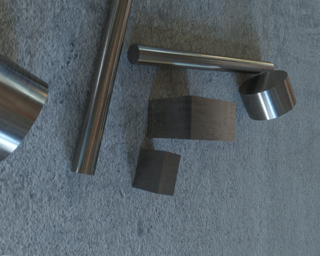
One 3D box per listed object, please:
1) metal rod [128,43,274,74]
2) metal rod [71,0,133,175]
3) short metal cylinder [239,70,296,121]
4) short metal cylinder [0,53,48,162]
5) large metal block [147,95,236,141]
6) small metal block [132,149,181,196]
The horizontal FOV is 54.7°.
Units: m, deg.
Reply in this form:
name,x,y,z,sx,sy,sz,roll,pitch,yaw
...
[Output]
name,x,y,z,sx,sy,sz,roll,pitch,yaw
metal rod,0.083,-0.100,0.473,0.302,0.025,0.025,-5,93,-40
metal rod,-0.056,-0.096,0.357,0.025,0.025,0.299,18,79,-39
short metal cylinder,0.179,-0.055,0.519,0.080,0.080,0.050,-42,116,-32
short metal cylinder,-0.138,-0.018,0.253,0.050,0.080,0.080,36,68,-34
large metal block,0.040,-0.010,0.402,0.081,0.080,0.050,4,88,-40
small metal block,-0.005,0.054,0.384,0.025,0.050,0.050,19,78,-39
